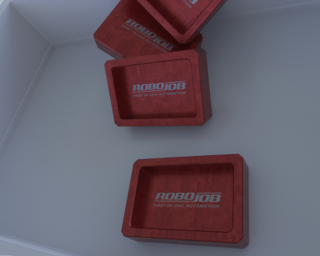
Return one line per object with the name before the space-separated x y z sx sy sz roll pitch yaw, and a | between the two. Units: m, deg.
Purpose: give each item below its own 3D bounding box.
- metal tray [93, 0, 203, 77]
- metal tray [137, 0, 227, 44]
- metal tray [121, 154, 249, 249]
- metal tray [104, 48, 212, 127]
metal tray | -0.017 -0.125 0.446 0.130 0.030 0.090 33 79 7
metal tray | 0.016 -0.183 0.391 0.090 0.130 0.030 -45 -1 37
metal tray | 0.028 0.078 0.338 0.130 0.030 0.090 -6 59 24
metal tray | -0.004 -0.049 0.398 0.130 0.030 0.089 -1 106 27
